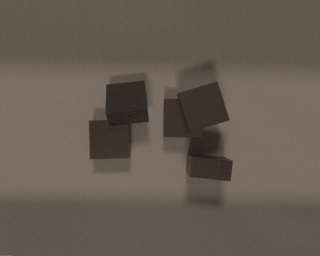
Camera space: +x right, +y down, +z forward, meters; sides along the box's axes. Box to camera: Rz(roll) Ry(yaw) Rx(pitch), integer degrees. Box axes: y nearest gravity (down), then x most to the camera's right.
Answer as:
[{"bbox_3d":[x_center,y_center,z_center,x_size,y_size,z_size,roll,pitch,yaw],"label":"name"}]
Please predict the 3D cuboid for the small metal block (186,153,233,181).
[{"bbox_3d":[0.062,0.050,0.400,0.050,0.050,0.025,6,90,-1],"label":"small metal block"}]

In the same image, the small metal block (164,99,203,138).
[{"bbox_3d":[0.030,-0.013,0.412,0.050,0.025,0.050,1,90,-1],"label":"small metal block"}]

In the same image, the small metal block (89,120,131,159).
[{"bbox_3d":[-0.066,0.015,0.411,0.050,0.025,0.050,-1,90,-1],"label":"small metal block"}]

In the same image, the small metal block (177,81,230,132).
[{"bbox_3d":[0.053,-0.026,0.387,0.050,0.025,0.050,-17,90,-1],"label":"small metal block"}]

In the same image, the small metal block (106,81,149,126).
[{"bbox_3d":[-0.042,-0.032,0.398,0.050,0.025,0.050,-6,52,-1],"label":"small metal block"}]
